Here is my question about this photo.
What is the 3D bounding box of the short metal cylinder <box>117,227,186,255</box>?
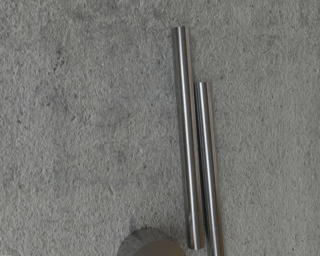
[{"bbox_3d":[-0.011,0.174,0.393,0.081,0.050,0.079,0,90,-21],"label":"short metal cylinder"}]

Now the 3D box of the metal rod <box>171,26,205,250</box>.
[{"bbox_3d":[0.039,0.015,0.424,0.025,0.025,0.298,-5,92,-20],"label":"metal rod"}]

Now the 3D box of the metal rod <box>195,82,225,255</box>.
[{"bbox_3d":[0.071,0.086,0.436,0.025,0.025,0.298,-6,92,-20],"label":"metal rod"}]
